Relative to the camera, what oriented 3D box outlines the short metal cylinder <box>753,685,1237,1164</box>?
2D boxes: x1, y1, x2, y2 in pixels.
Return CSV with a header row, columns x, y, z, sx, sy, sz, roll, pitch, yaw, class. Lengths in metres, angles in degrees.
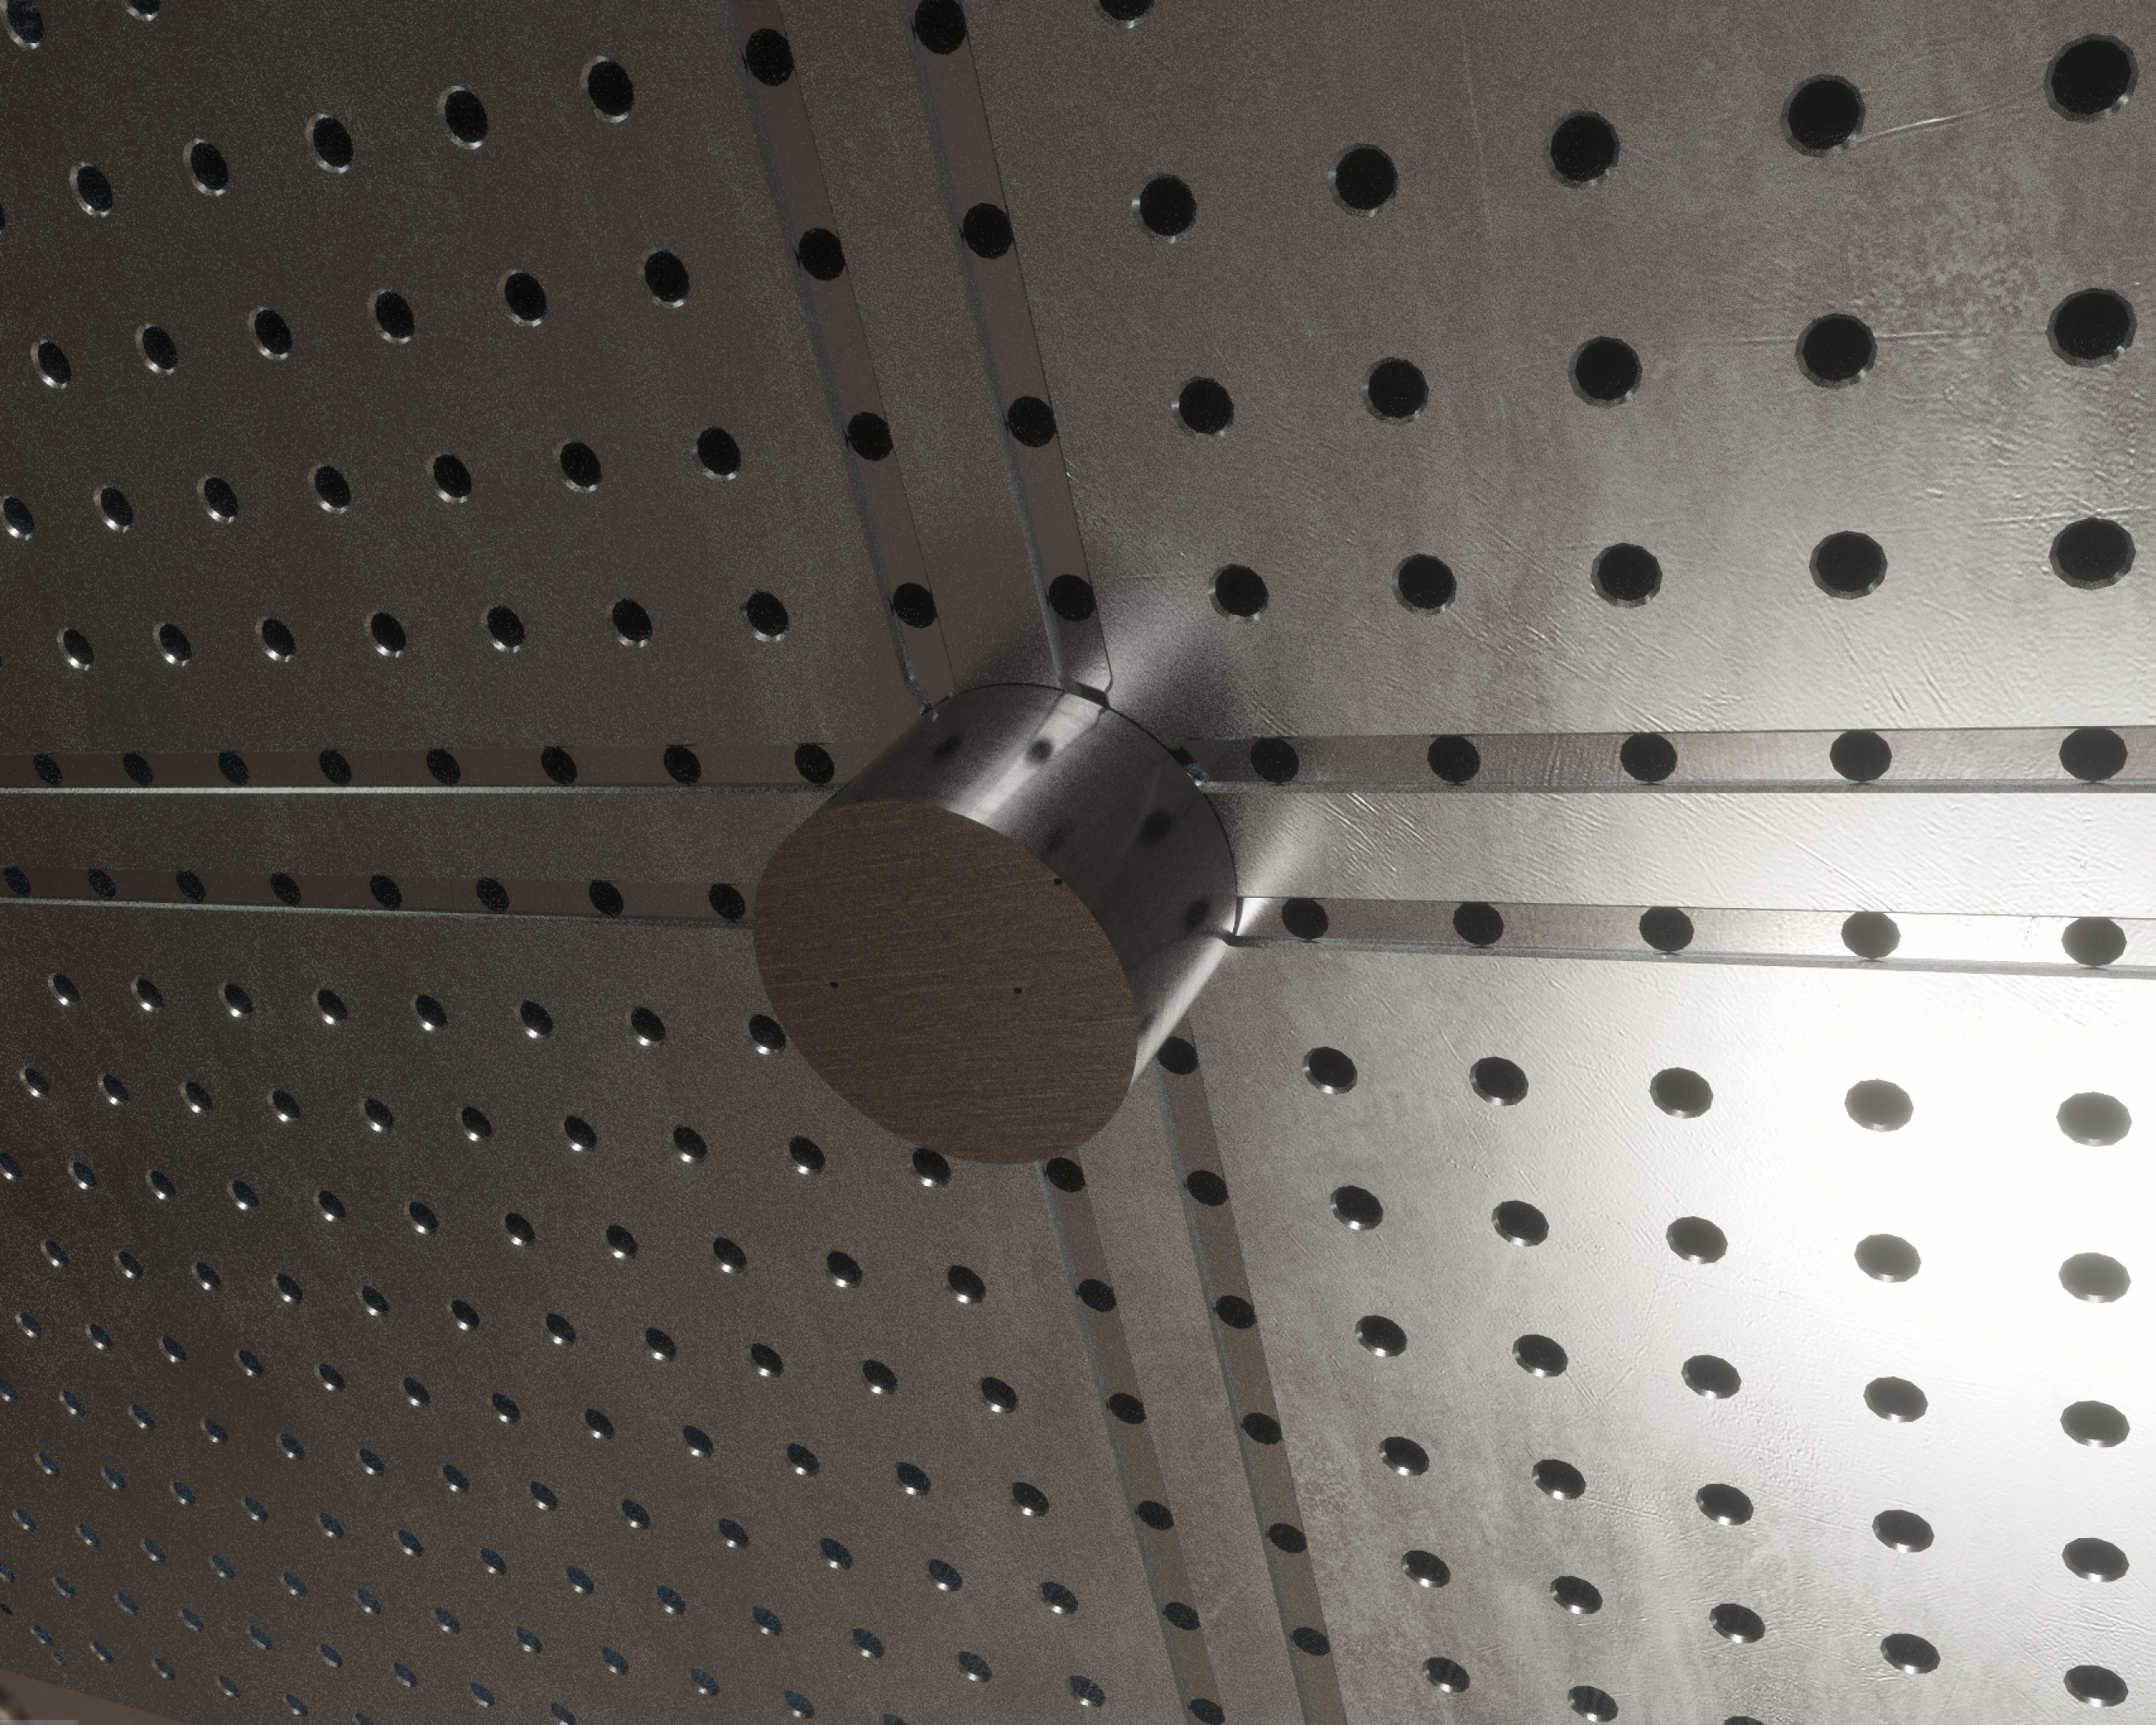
x,y,z,sx,sy,sz,roll,pitch,yaw,class
-0.016,0.012,0.408,0.080,0.050,0.079,13,124,20,short metal cylinder
